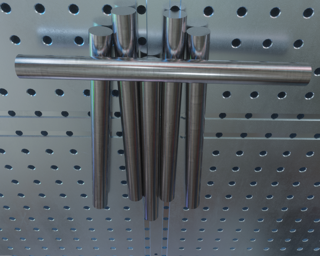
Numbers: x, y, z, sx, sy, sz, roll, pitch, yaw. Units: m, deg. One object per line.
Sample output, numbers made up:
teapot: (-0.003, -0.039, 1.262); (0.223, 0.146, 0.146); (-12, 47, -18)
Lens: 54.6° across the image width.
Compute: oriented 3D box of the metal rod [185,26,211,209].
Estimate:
metal rod: (0.047, 0.012, 0.422); (0.025, 0.025, 0.298); (-2, 130, 1)

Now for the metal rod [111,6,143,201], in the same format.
metal rod: (-0.038, -0.004, 0.408); (0.025, 0.025, 0.298); (0, 130, 0)

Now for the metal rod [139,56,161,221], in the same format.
metal rod: (-0.013, 0.039, 0.444); (0.025, 0.025, 0.298); (0, 131, -1)

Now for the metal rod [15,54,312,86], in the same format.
metal rod: (0.005, -0.061, 0.327); (0.302, 0.025, 0.025); (1, 130, -2)

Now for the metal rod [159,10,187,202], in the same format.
metal rod: (0.013, -0.002, 0.411); (0.025, 0.025, 0.298); (0, 130, -1)

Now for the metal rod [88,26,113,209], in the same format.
metal rod: (-0.081, 0.011, 0.419); (0.025, 0.025, 0.298); (5, 130, -5)
